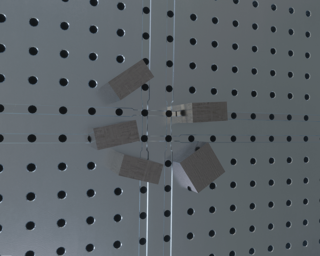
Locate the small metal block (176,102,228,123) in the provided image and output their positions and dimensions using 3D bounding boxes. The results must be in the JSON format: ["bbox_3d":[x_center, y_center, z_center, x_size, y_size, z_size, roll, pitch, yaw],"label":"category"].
[{"bbox_3d":[0.056,-0.021,0.420,0.050,0.050,0.025,-4,92,-20],"label":"small metal block"}]

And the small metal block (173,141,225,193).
[{"bbox_3d":[0.054,0.054,0.432,0.050,0.025,0.050,-34,101,-17],"label":"small metal block"}]

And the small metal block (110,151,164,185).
[{"bbox_3d":[-0.030,0.049,0.388,0.050,0.050,0.025,17,85,-19],"label":"small metal block"}]

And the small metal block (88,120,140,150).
[{"bbox_3d":[-0.057,0.008,0.378,0.050,0.050,0.025,-12,94,-20],"label":"small metal block"}]

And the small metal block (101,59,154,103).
[{"bbox_3d":[-0.041,-0.057,0.384,0.050,0.050,0.025,-37,102,-16],"label":"small metal block"}]
